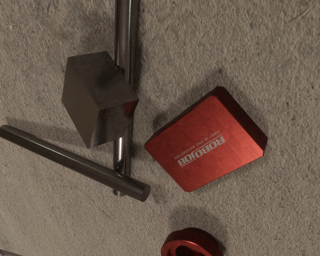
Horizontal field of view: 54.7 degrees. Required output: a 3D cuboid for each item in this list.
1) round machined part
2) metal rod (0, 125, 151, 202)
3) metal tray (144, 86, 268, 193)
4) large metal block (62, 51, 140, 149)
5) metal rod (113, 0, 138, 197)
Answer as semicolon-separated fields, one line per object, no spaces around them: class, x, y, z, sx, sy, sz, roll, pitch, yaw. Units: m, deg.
round machined part;0.055;0.196;0.487;0.098;0.042;0.097;13;124;20
metal rod;-0.149;0.048;0.492;0.301;0.025;0.025;18;126;25
metal tray;0.053;0.019;0.387;0.090;0.030;0.129;48;128;-6
large metal block;-0.077;-0.034;0.380;0.080;0.050;0.080;56;144;21
metal rod;-0.050;-0.021;0.418;0.025;0.025;0.298;18;126;17
